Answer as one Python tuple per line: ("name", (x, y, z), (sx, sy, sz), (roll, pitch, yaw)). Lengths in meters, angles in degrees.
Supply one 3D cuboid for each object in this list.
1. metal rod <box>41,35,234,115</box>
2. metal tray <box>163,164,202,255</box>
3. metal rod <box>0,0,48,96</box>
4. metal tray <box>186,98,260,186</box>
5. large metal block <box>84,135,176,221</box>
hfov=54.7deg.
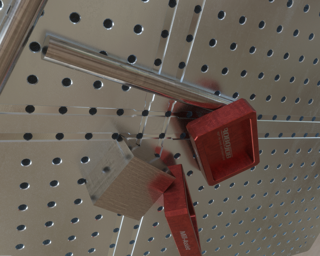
("metal rod", (0.010, -0.050, 0.387), (0.302, 0.025, 0.025), (13, 112, -34))
("metal tray", (0.034, 0.130, 0.466), (0.030, 0.090, 0.129), (-12, 127, 7))
("metal rod", (-0.115, -0.115, 0.277), (0.025, 0.025, 0.299), (24, 106, -37))
("metal tray", (0.097, 0.026, 0.458), (0.090, 0.030, 0.130), (-25, 137, -2))
("large metal block", (-0.040, 0.069, 0.417), (0.080, 0.050, 0.080), (34, 99, -39))
